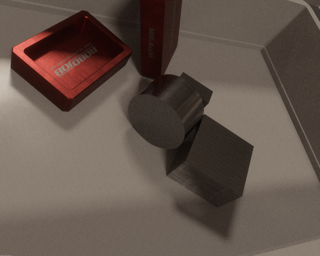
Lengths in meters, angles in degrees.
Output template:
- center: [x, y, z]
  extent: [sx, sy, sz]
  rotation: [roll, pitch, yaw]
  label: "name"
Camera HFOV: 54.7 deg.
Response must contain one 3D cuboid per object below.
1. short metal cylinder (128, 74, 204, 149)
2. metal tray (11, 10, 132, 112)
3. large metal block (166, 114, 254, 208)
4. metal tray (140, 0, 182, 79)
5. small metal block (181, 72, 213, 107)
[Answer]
- center: [0.008, -0.020, 0.388]
  extent: [0.080, 0.080, 0.050]
  rotation: [42, 51, 0]
  label: "short metal cylinder"
- center: [-0.109, -0.091, 0.400]
  extent: [0.090, 0.030, 0.131]
  rotation: [41, 51, -1]
  label: "metal tray"
- center: [0.067, 0.043, 0.401]
  extent: [0.080, 0.050, 0.080]
  rotation: [33, 51, -7]
  label: "large metal block"
- center: [0.003, -0.142, 0.426]
  extent: [0.030, 0.129, 0.090]
  rotation: [16, 54, 9]
  label: "metal tray"
- center: [0.038, -0.043, 0.438]
  extent: [0.050, 0.050, 0.025]
  rotation: [32, 52, -8]
  label: "small metal block"
